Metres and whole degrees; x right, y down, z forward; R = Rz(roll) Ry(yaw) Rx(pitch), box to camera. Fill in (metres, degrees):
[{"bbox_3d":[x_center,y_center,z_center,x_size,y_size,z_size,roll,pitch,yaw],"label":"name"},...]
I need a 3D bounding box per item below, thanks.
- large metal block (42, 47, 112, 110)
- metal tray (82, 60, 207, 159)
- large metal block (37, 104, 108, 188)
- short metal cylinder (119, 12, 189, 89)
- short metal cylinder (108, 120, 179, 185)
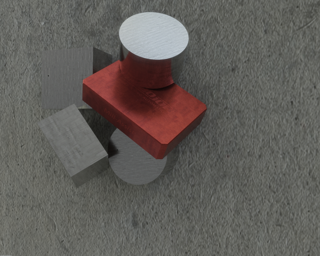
[{"bbox_3d":[-0.116,-0.066,0.436,0.080,0.050,0.080,1,90,20],"label":"large metal block"},{"bbox_3d":[-0.020,-0.032,0.384,0.130,0.091,0.030,37,142,16],"label":"metal tray"},{"bbox_3d":[-0.113,0.027,0.413,0.050,0.080,0.080,-32,78,-19],"label":"large metal block"},{"bbox_3d":[-0.009,-0.095,0.379,0.081,0.050,0.080,3,57,-5],"label":"short metal cylinder"},{"bbox_3d":[-0.020,0.030,0.405,0.080,0.050,0.080,0,90,20],"label":"short metal cylinder"}]
